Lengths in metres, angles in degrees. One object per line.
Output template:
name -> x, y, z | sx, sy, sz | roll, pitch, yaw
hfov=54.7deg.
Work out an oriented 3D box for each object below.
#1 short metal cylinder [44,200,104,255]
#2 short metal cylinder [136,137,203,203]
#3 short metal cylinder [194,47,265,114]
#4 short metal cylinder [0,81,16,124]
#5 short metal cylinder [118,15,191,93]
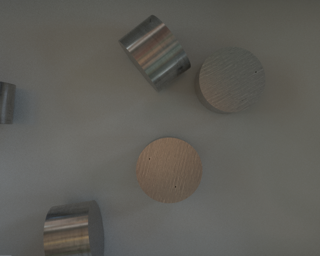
short metal cylinder -> -0.103, 0.133, 0.383 | 0.050, 0.080, 0.080 | -9, 90, 0
short metal cylinder -> 0.011, 0.051, 0.399 | 0.081, 0.050, 0.079 | 0, 90, -1
short metal cylinder -> 0.088, -0.059, 0.400 | 0.081, 0.050, 0.079 | 0, 90, -1
short metal cylinder -> -0.223, -0.033, 0.381 | 0.081, 0.080, 0.050 | 5, 90, -1
short metal cylinder -> -0.007, -0.091, 0.384 | 0.050, 0.080, 0.080 | -38, 91, 0
